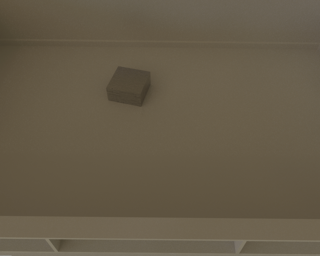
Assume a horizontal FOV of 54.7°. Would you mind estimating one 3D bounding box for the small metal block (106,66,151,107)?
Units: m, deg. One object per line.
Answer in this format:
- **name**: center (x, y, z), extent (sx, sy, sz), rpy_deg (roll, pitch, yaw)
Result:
- **small metal block**: center (-0.045, -0.062, 0.457), extent (0.050, 0.025, 0.050), rpy_deg (12, 51, 9)
